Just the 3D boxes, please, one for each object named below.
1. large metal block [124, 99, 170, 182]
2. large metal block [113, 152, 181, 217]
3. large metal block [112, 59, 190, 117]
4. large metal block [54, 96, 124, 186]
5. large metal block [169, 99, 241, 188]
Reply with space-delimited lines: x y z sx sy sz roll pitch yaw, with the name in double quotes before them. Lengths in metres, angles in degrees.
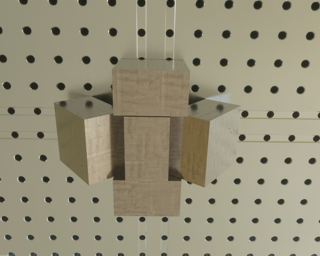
"large metal block" -0.015 0.011 0.387 0.050 0.080 0.079 1 110 -1
"large metal block" -0.016 0.071 0.409 0.081 0.080 0.050 1 110 -1
"large metal block" -0.010 -0.050 0.364 0.081 0.080 0.050 1 110 -1
"large metal block" -0.086 0.012 0.380 0.050 0.080 0.079 -16 116 -37
"large metal block" 0.056 0.014 0.381 0.050 0.081 0.079 15 114 34
